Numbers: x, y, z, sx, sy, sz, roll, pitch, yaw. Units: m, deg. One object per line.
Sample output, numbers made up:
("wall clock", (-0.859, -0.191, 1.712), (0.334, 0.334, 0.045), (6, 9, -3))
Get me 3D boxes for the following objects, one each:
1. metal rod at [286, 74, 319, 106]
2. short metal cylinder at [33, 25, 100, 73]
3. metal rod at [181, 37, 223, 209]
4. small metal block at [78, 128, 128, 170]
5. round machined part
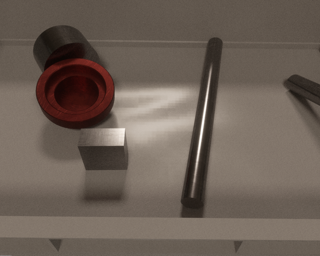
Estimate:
("metal rod", (0.235, -0.006, 0.336), (0.025, 0.025, 0.300), (-10, 27, -9))
("short metal cylinder", (-0.136, -0.101, 0.453), (0.081, 0.080, 0.050), (-25, 54, -20))
("metal rod", (0.064, -0.031, 0.431), (0.025, 0.025, 0.300), (9, 50, 7))
("small metal block", (-0.065, 0.026, 0.366), (0.050, 0.050, 0.025), (0, 50, -1))
("round machined part", (-0.111, -0.042, 0.417), (0.099, 0.042, 0.098), (4, 64, -7))
